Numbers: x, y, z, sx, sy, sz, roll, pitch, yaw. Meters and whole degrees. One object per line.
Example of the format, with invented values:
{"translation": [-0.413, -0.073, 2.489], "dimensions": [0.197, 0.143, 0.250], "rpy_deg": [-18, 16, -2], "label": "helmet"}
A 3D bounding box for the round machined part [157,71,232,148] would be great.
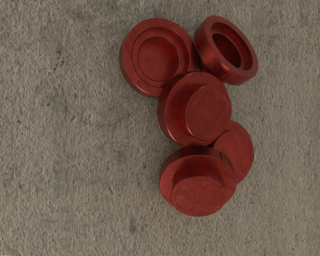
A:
{"translation": [0.050, -0.021, 0.385], "dimensions": [0.099, 0.042, 0.097], "rpy_deg": [-6, 104, -27], "label": "round machined part"}

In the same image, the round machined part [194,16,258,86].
{"translation": [0.083, -0.099, 0.418], "dimensions": [0.099, 0.042, 0.098], "rpy_deg": [20, 54, -29], "label": "round machined part"}

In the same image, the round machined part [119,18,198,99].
{"translation": [-0.005, -0.087, 0.400], "dimensions": [0.099, 0.042, 0.097], "rpy_deg": [0, 90, -21], "label": "round machined part"}

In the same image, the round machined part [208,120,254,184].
{"translation": [0.092, 0.037, 0.437], "dimensions": [0.099, 0.042, 0.097], "rpy_deg": [0, 90, -21], "label": "round machined part"}

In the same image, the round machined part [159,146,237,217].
{"translation": [0.048, 0.074, 0.393], "dimensions": [0.099, 0.042, 0.097], "rpy_deg": [1, 122, 2], "label": "round machined part"}
